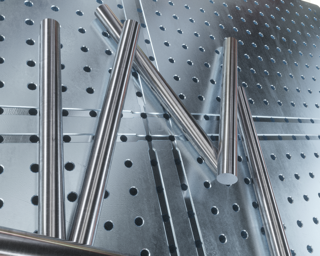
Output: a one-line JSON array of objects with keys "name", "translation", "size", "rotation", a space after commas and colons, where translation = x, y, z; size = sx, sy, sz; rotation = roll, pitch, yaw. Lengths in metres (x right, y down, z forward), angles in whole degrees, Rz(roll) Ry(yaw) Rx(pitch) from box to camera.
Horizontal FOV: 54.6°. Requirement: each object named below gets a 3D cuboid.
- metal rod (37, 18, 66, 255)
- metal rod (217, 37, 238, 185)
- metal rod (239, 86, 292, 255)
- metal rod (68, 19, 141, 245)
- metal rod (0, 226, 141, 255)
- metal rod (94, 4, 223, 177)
[{"name": "metal rod", "translation": [-0.121, -0.004, 0.345], "size": [0.025, 0.025, 0.299], "rotation": [4, 60, -26]}, {"name": "metal rod", "translation": [0.106, -0.048, 0.474], "size": [0.025, 0.025, 0.300], "rotation": [25, 47, -13]}, {"name": "metal rod", "translation": [0.142, 0.069, 0.441], "size": [0.025, 0.025, 0.299], "rotation": [7, 58, -24]}, {"name": "metal rod", "translation": [-0.058, -0.014, 0.367], "size": [0.025, 0.025, 0.300], "rotation": [18, 60, -18]}, {"name": "metal rod", "translation": [-0.044, 0.125, 0.283], "size": [0.302, 0.025, 0.025], "rotation": [23, 53, -24]}, {"name": "metal rod", "translation": [-0.001, -0.058, 0.442], "size": [0.025, 0.025, 0.299], "rotation": [-29, 78, -37]}]
